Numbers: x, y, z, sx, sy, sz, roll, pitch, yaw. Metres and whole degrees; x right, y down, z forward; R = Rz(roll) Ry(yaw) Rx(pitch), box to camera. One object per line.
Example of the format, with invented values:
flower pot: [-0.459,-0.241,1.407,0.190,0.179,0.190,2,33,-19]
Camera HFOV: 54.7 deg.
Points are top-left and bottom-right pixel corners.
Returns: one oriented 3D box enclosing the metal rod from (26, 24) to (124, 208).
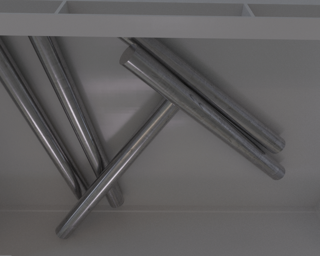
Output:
metal rod: [-0.099,0.010,0.416,0.025,0.025,0.298,-8,130,7]

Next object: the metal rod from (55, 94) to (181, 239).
metal rod: [-0.064,0.060,0.431,0.025,0.025,0.299,30,115,-23]

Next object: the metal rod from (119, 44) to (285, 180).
metal rod: [0.073,-0.002,0.385,0.025,0.025,0.301,-37,128,27]

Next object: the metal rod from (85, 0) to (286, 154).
metal rod: [0.049,-0.049,0.367,0.301,0.025,0.025,33,123,-25]

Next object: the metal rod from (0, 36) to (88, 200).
metal rod: [-0.156,-0.004,0.403,0.025,0.025,0.299,-10,130,8]
